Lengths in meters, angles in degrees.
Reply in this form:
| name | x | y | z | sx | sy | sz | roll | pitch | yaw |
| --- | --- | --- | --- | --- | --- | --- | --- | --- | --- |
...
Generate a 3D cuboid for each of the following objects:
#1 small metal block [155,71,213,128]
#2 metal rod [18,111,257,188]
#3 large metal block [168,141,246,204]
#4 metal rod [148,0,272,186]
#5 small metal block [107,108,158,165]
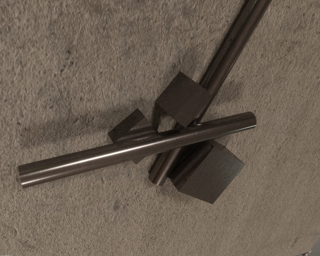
| name | x | y | z | sx | sy | sz | roll | pitch | yaw |
| --- | --- | --- | --- | --- | --- | --- | --- | --- | --- |
| small metal block | 0.028 | -0.036 | 0.385 | 0.025 | 0.050 | 0.050 | 34 | 99 | -39 |
| metal rod | -0.010 | 0.020 | 0.382 | 0.303 | 0.025 | 0.025 | -13 | 124 | -21 |
| large metal block | 0.067 | 0.060 | 0.466 | 0.080 | 0.050 | 0.080 | 29 | 102 | -38 |
| metal rod | 0.063 | -0.049 | 0.412 | 0.025 | 0.025 | 0.298 | 18 | 109 | -36 |
| small metal block | -0.030 | 0.011 | 0.399 | 0.050 | 0.025 | 0.050 | -41 | 130 | -1 |
